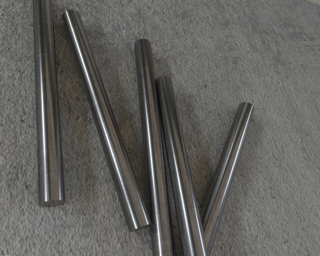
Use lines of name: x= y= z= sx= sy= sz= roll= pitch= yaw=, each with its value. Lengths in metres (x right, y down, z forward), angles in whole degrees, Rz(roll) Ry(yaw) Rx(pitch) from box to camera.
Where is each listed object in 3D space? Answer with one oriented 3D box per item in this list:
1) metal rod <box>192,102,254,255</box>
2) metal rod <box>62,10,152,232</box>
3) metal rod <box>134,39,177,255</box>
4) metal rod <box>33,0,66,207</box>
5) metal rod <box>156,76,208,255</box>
metal rod: x=0.081 y=0.070 z=0.403 sx=0.025 sy=0.025 sz=0.301 roll=34 pitch=51 yaw=-6
metal rod: x=-0.072 y=-0.025 z=0.379 sx=0.025 sy=0.025 sz=0.299 roll=-8 pitch=66 yaw=-32
metal rod: x=-0.010 y=0.006 z=0.394 sx=0.025 sy=0.025 sz=0.299 roll=7 pitch=58 yaw=-24
metal rod: x=-0.134 y=-0.058 z=0.366 sx=0.025 sy=0.025 sz=0.299 roll=2 pitch=61 yaw=-28
metal rod: x=0.024 y=0.056 z=0.363 sx=0.025 sy=0.025 sz=0.299 roll=8 pitch=52 yaw=-24
